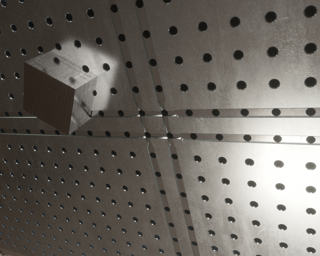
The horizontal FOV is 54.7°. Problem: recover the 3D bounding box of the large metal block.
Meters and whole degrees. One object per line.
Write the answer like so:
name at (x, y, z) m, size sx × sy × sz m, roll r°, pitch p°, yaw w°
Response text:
large metal block at (-0.142, -0.049, 0.437) m, size 0.080 × 0.050 × 0.079 m, roll 28°, pitch 128°, yaw 10°
